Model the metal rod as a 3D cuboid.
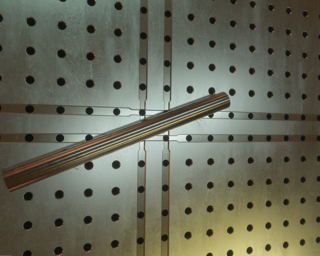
[{"bbox_3d":[-0.039,0.010,0.398,0.302,0.025,0.025,-21,97,-19],"label":"metal rod"}]
